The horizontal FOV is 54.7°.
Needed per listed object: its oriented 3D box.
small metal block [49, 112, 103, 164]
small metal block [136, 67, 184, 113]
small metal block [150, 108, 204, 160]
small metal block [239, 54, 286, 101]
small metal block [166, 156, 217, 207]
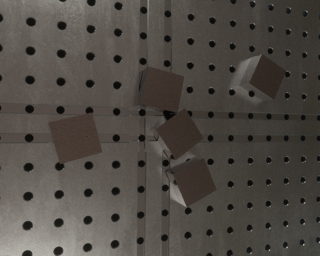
[{"bbox_3d":[-0.103,0.012,0.375,0.050,0.025,0.050,-15,95,-20],"label":"small metal block"},{"bbox_3d":[0.000,-0.049,0.414,0.050,0.025,0.050,12,86,-20],"label":"small metal block"},{"bbox_3d":[0.023,0.008,0.422,0.050,0.025,0.050,-37,102,-17],"label":"small metal block"},{"bbox_3d":[0.157,-0.076,0.472,0.050,0.025,0.050,29,81,-18],"label":"small metal block"},{"bbox_3d":[0.044,0.073,0.430,0.050,0.025,0.050,-25,99,-19],"label":"small metal block"}]
